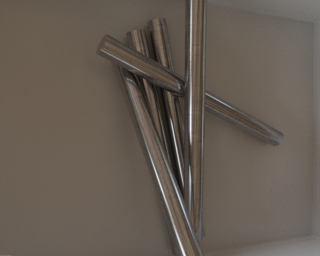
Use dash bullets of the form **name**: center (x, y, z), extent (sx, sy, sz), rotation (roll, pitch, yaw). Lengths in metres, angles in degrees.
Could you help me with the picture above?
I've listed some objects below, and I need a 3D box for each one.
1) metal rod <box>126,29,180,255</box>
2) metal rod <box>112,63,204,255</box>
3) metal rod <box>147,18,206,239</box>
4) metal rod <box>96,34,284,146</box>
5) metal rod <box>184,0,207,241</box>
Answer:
- **metal rod**: center (-0.001, 0.022, 0.411), extent (0.025, 0.025, 0.298), rotation (-13, 95, -20)
- **metal rod**: center (0.000, 0.044, 0.349), extent (0.025, 0.025, 0.299), rotation (-14, 71, -20)
- **metal rod**: center (0.023, 0.005, 0.420), extent (0.025, 0.025, 0.298), rotation (-12, 94, -20)
- **metal rod**: center (0.058, -0.038, 0.411), extent (0.302, 0.025, 0.025), rotation (24, 82, -27)
- **metal rod**: center (0.042, -0.004, 0.380), extent (0.025, 0.025, 0.298), rotation (-4, 100, -20)
